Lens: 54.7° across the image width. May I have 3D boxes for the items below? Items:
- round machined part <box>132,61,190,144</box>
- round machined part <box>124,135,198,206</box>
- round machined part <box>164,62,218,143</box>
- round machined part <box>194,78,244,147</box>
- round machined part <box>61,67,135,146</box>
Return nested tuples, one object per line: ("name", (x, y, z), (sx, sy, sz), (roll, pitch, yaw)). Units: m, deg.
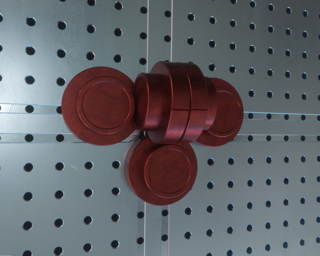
("round machined part", (-0.005, -0.030, 0.366), (0.042, 0.098, 0.097), (1, 90, -20))
("round machined part", (0.006, 0.054, 0.407), (0.099, 0.042, 0.097), (0, 90, -21))
("round machined part", (0.036, -0.031, 0.382), (0.042, 0.098, 0.097), (-1, 91, -20))
("round machined part", (0.076, -0.022, 0.432), (0.099, 0.042, 0.097), (0, 90, -21))
("round machined part", (-0.069, -0.027, 0.379), (0.099, 0.042, 0.097), (0, 90, -21))
